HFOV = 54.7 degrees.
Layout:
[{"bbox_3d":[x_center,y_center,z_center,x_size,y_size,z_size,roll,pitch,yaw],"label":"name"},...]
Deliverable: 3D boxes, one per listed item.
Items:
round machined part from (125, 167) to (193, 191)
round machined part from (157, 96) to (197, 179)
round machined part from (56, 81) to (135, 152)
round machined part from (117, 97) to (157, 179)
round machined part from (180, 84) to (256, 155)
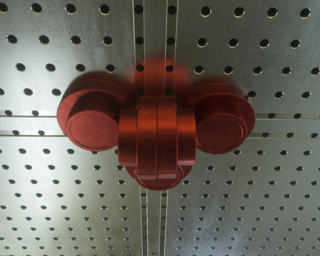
[{"bbox_3d":[-0.002,0.053,0.446,0.099,0.042,0.097,-1,130,0],"label":"round machined part"},{"bbox_3d":[0.019,0.010,0.366,0.042,0.098,0.097,-1,130,0],"label":"round machined part"},{"bbox_3d":[-0.081,-0.008,0.392,0.099,0.042,0.097,-1,130,0],"label":"round machined part"},{"bbox_3d":[-0.025,0.011,0.365,0.042,0.098,0.097,1,130,-1],"label":"round machined part"},{"bbox_3d":[0.073,-0.004,0.397,0.099,0.042,0.097,-1,130,0],"label":"round machined part"}]
